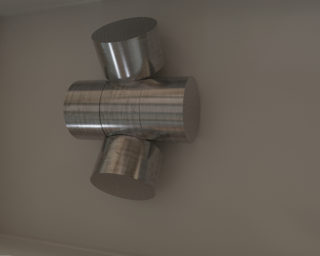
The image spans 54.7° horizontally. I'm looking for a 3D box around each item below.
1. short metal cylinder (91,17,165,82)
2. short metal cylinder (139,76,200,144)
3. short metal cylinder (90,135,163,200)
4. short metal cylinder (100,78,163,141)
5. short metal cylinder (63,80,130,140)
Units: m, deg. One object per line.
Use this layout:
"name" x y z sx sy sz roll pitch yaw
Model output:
"short metal cylinder" -0.038 -0.099 0.385 0.080 0.080 0.050 2 129 20
"short metal cylinder" 0.015 -0.022 0.374 0.050 0.080 0.080 1 91 20
"short metal cylinder" -0.040 0.051 0.386 0.080 0.080 0.050 0 56 20
"short metal cylinder" -0.033 -0.023 0.391 0.050 0.080 0.080 1 91 20
"short metal cylinder" -0.081 -0.023 0.408 0.050 0.080 0.080 1 91 20
